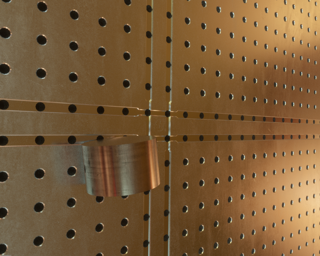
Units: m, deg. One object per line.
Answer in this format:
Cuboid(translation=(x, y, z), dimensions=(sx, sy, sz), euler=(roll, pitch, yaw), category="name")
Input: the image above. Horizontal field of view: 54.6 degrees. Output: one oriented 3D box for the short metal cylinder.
Cuboid(translation=(-0.042, 0.038, 0.338), dimensions=(0.081, 0.080, 0.050), euler=(-9, 96, -40), category="short metal cylinder")
